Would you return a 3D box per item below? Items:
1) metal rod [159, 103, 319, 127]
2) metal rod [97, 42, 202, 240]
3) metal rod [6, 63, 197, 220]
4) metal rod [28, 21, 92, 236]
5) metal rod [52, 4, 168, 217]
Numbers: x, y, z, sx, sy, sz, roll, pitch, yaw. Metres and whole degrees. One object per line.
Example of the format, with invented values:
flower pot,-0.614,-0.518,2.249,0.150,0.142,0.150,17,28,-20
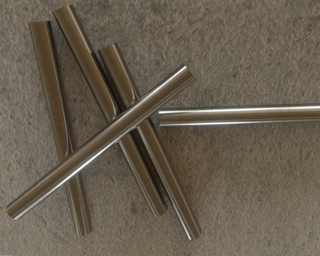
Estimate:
metal rod,0.150,-0.018,0.405,0.302,0.025,0.025,-2,110,0
metal rod,-0.006,0.031,0.421,0.025,0.025,0.299,-22,109,7
metal rod,-0.081,0.024,0.389,0.300,0.025,0.025,-37,106,12
metal rod,-0.127,0.015,0.413,0.025,0.025,0.298,-5,110,1
metal rod,-0.056,-0.008,0.405,0.025,0.025,0.299,-21,109,7
